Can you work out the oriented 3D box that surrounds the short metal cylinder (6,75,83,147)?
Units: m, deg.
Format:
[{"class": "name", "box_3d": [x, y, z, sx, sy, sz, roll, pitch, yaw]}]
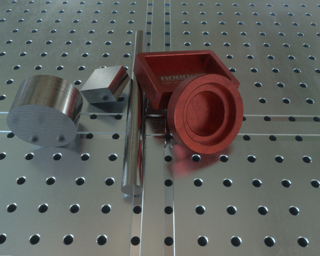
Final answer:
[{"class": "short metal cylinder", "box_3d": [-0.141, -0.020, 0.387, 0.081, 0.080, 0.050, 0, 50, -1]}]

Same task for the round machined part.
[{"class": "round machined part", "box_3d": [0.053, -0.019, 0.390, 0.099, 0.097, 0.042, -25, 17, -20]}]

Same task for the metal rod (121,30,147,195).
[{"class": "metal rod", "box_3d": [-0.033, -0.045, 0.444, 0.025, 0.025, 0.300, 0, 50, -1]}]

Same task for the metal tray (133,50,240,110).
[{"class": "metal tray", "box_3d": [0.037, -0.074, 0.448, 0.131, 0.030, 0.090, -9, 50, -24]}]

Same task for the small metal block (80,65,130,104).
[{"class": "small metal block", "box_3d": [-0.079, -0.063, 0.448, 0.050, 0.025, 0.050, -2, 46, 29]}]
